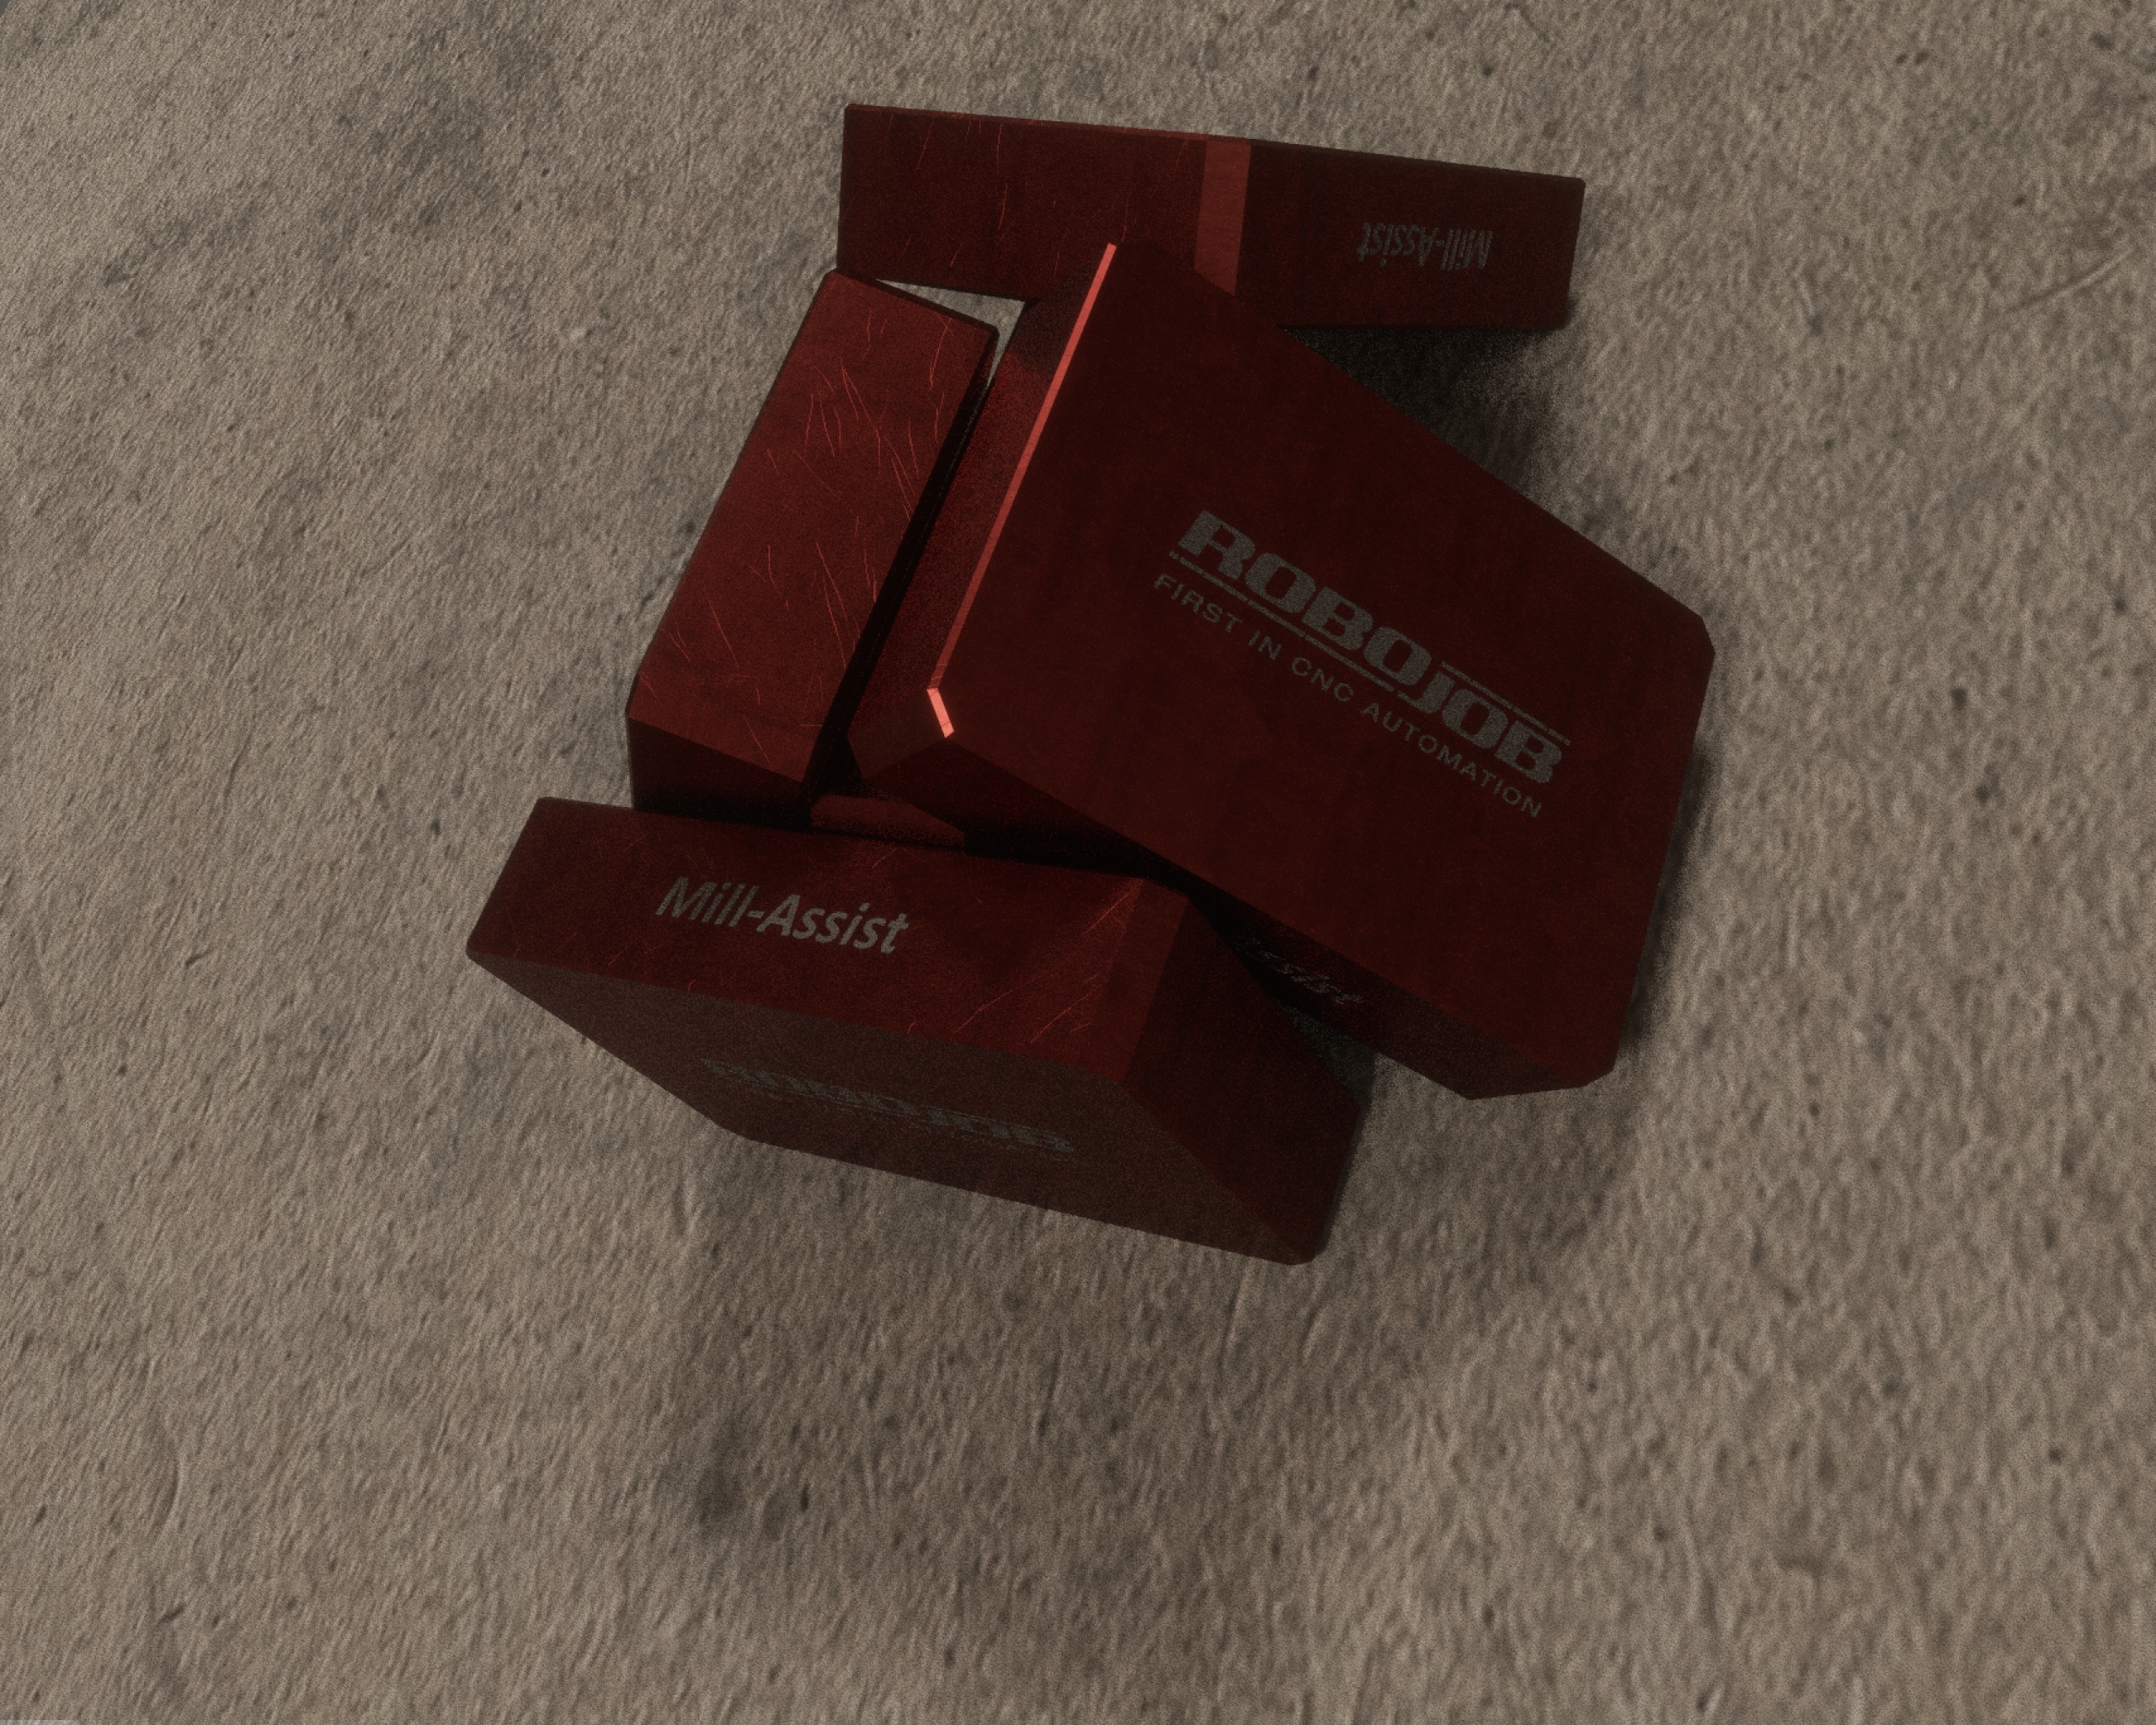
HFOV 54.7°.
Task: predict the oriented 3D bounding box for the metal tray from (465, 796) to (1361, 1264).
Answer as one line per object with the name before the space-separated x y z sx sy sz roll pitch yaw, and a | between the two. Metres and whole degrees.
metal tray | -0.028 0.029 0.358 0.130 0.090 0.030 7 66 31

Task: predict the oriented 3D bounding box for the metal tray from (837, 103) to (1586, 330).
metal tray | 0.029 -0.125 0.406 0.090 0.131 0.030 19 113 35

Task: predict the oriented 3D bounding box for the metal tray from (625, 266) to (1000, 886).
metal tray | -0.052 -0.037 0.391 0.030 0.130 0.090 21 69 -3

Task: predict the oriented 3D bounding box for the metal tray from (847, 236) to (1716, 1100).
metal tray | 0.039 -0.028 0.337 0.030 0.131 0.090 -20 46 59

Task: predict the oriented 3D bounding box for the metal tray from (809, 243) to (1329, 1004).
metal tray | 0.008 -0.041 0.383 0.030 0.090 0.130 7 65 31
